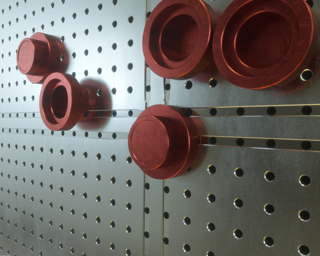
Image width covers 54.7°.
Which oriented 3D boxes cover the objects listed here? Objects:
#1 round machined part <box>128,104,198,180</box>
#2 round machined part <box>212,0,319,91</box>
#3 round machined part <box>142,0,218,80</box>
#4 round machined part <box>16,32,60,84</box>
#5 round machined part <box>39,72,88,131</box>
[{"bbox_3d":[-0.003,0.018,0.399,0.098,0.042,0.097,0,90,39],"label":"round machined part"},{"bbox_3d":[0.106,-0.086,0.310,0.098,0.042,0.097,0,90,39],"label":"round machined part"},{"bbox_3d":[0.029,-0.106,0.373,0.098,0.042,0.097,0,90,39],"label":"round machined part"},{"bbox_3d":[-0.237,-0.134,0.590,0.098,0.042,0.097,0,90,39],"label":"round machined part"},{"bbox_3d":[-0.161,-0.044,0.528,0.098,0.042,0.097,0,90,39],"label":"round machined part"}]
